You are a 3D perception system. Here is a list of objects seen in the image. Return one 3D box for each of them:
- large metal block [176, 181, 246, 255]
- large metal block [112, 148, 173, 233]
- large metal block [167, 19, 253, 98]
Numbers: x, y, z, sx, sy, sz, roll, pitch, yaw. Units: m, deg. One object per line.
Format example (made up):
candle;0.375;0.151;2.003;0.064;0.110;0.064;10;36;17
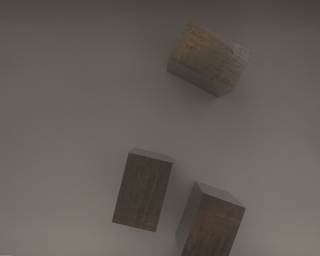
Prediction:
large metal block;0.059;0.118;0.385;0.050;0.080;0.080;20;90;0
large metal block;-0.020;0.071;0.384;0.050;0.080;0.080;14;90;0
large metal block;0.057;-0.082;0.385;0.080;0.080;0.050;28;90;-1
